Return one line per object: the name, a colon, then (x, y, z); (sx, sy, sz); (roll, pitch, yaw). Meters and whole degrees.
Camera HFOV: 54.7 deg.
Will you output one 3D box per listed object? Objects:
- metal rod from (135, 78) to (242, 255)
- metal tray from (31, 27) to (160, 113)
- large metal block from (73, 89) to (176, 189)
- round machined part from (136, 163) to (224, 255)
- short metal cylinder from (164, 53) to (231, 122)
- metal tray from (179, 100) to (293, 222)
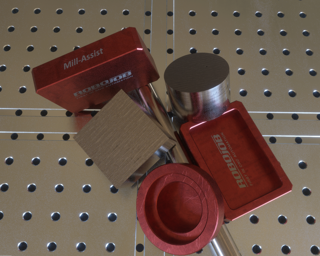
metal rod: (0.020, 0.028, 0.397); (0.025, 0.025, 0.299); (-24, 72, -8)
metal tray: (-0.074, -0.066, 0.382); (0.130, 0.090, 0.030); (-21, 73, 8)
large metal block: (-0.040, 0.014, 0.370); (0.080, 0.050, 0.080); (-45, 76, 4)
round machined part: (0.025, 0.088, 0.352); (0.098, 0.042, 0.097); (-3, 84, 28)
short metal cylinder: (0.049, -0.053, 0.399); (0.080, 0.050, 0.080); (-7, 46, 8)
metal tray: (0.091, 0.040, 0.391); (0.091, 0.030, 0.130); (-24, 72, -9)
